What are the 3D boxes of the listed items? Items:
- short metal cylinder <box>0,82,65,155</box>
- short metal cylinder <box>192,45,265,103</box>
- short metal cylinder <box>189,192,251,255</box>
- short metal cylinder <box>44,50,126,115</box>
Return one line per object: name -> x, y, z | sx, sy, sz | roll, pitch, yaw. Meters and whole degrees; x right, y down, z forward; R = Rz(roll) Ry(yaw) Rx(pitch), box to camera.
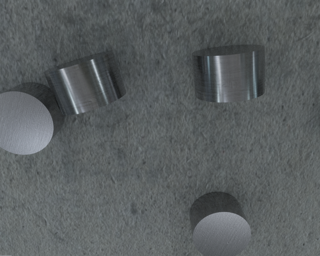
short metal cylinder -> -0.167, -0.013, 0.389 | 0.081, 0.050, 0.079 | 0, 110, -1
short metal cylinder -> 0.079, -0.065, 0.358 | 0.080, 0.080, 0.050 | -6, 110, 2
short metal cylinder -> 0.085, 0.140, 0.450 | 0.081, 0.050, 0.079 | 0, 110, -1
short metal cylinder -> -0.085, -0.054, 0.360 | 0.080, 0.080, 0.050 | -15, 110, 5
